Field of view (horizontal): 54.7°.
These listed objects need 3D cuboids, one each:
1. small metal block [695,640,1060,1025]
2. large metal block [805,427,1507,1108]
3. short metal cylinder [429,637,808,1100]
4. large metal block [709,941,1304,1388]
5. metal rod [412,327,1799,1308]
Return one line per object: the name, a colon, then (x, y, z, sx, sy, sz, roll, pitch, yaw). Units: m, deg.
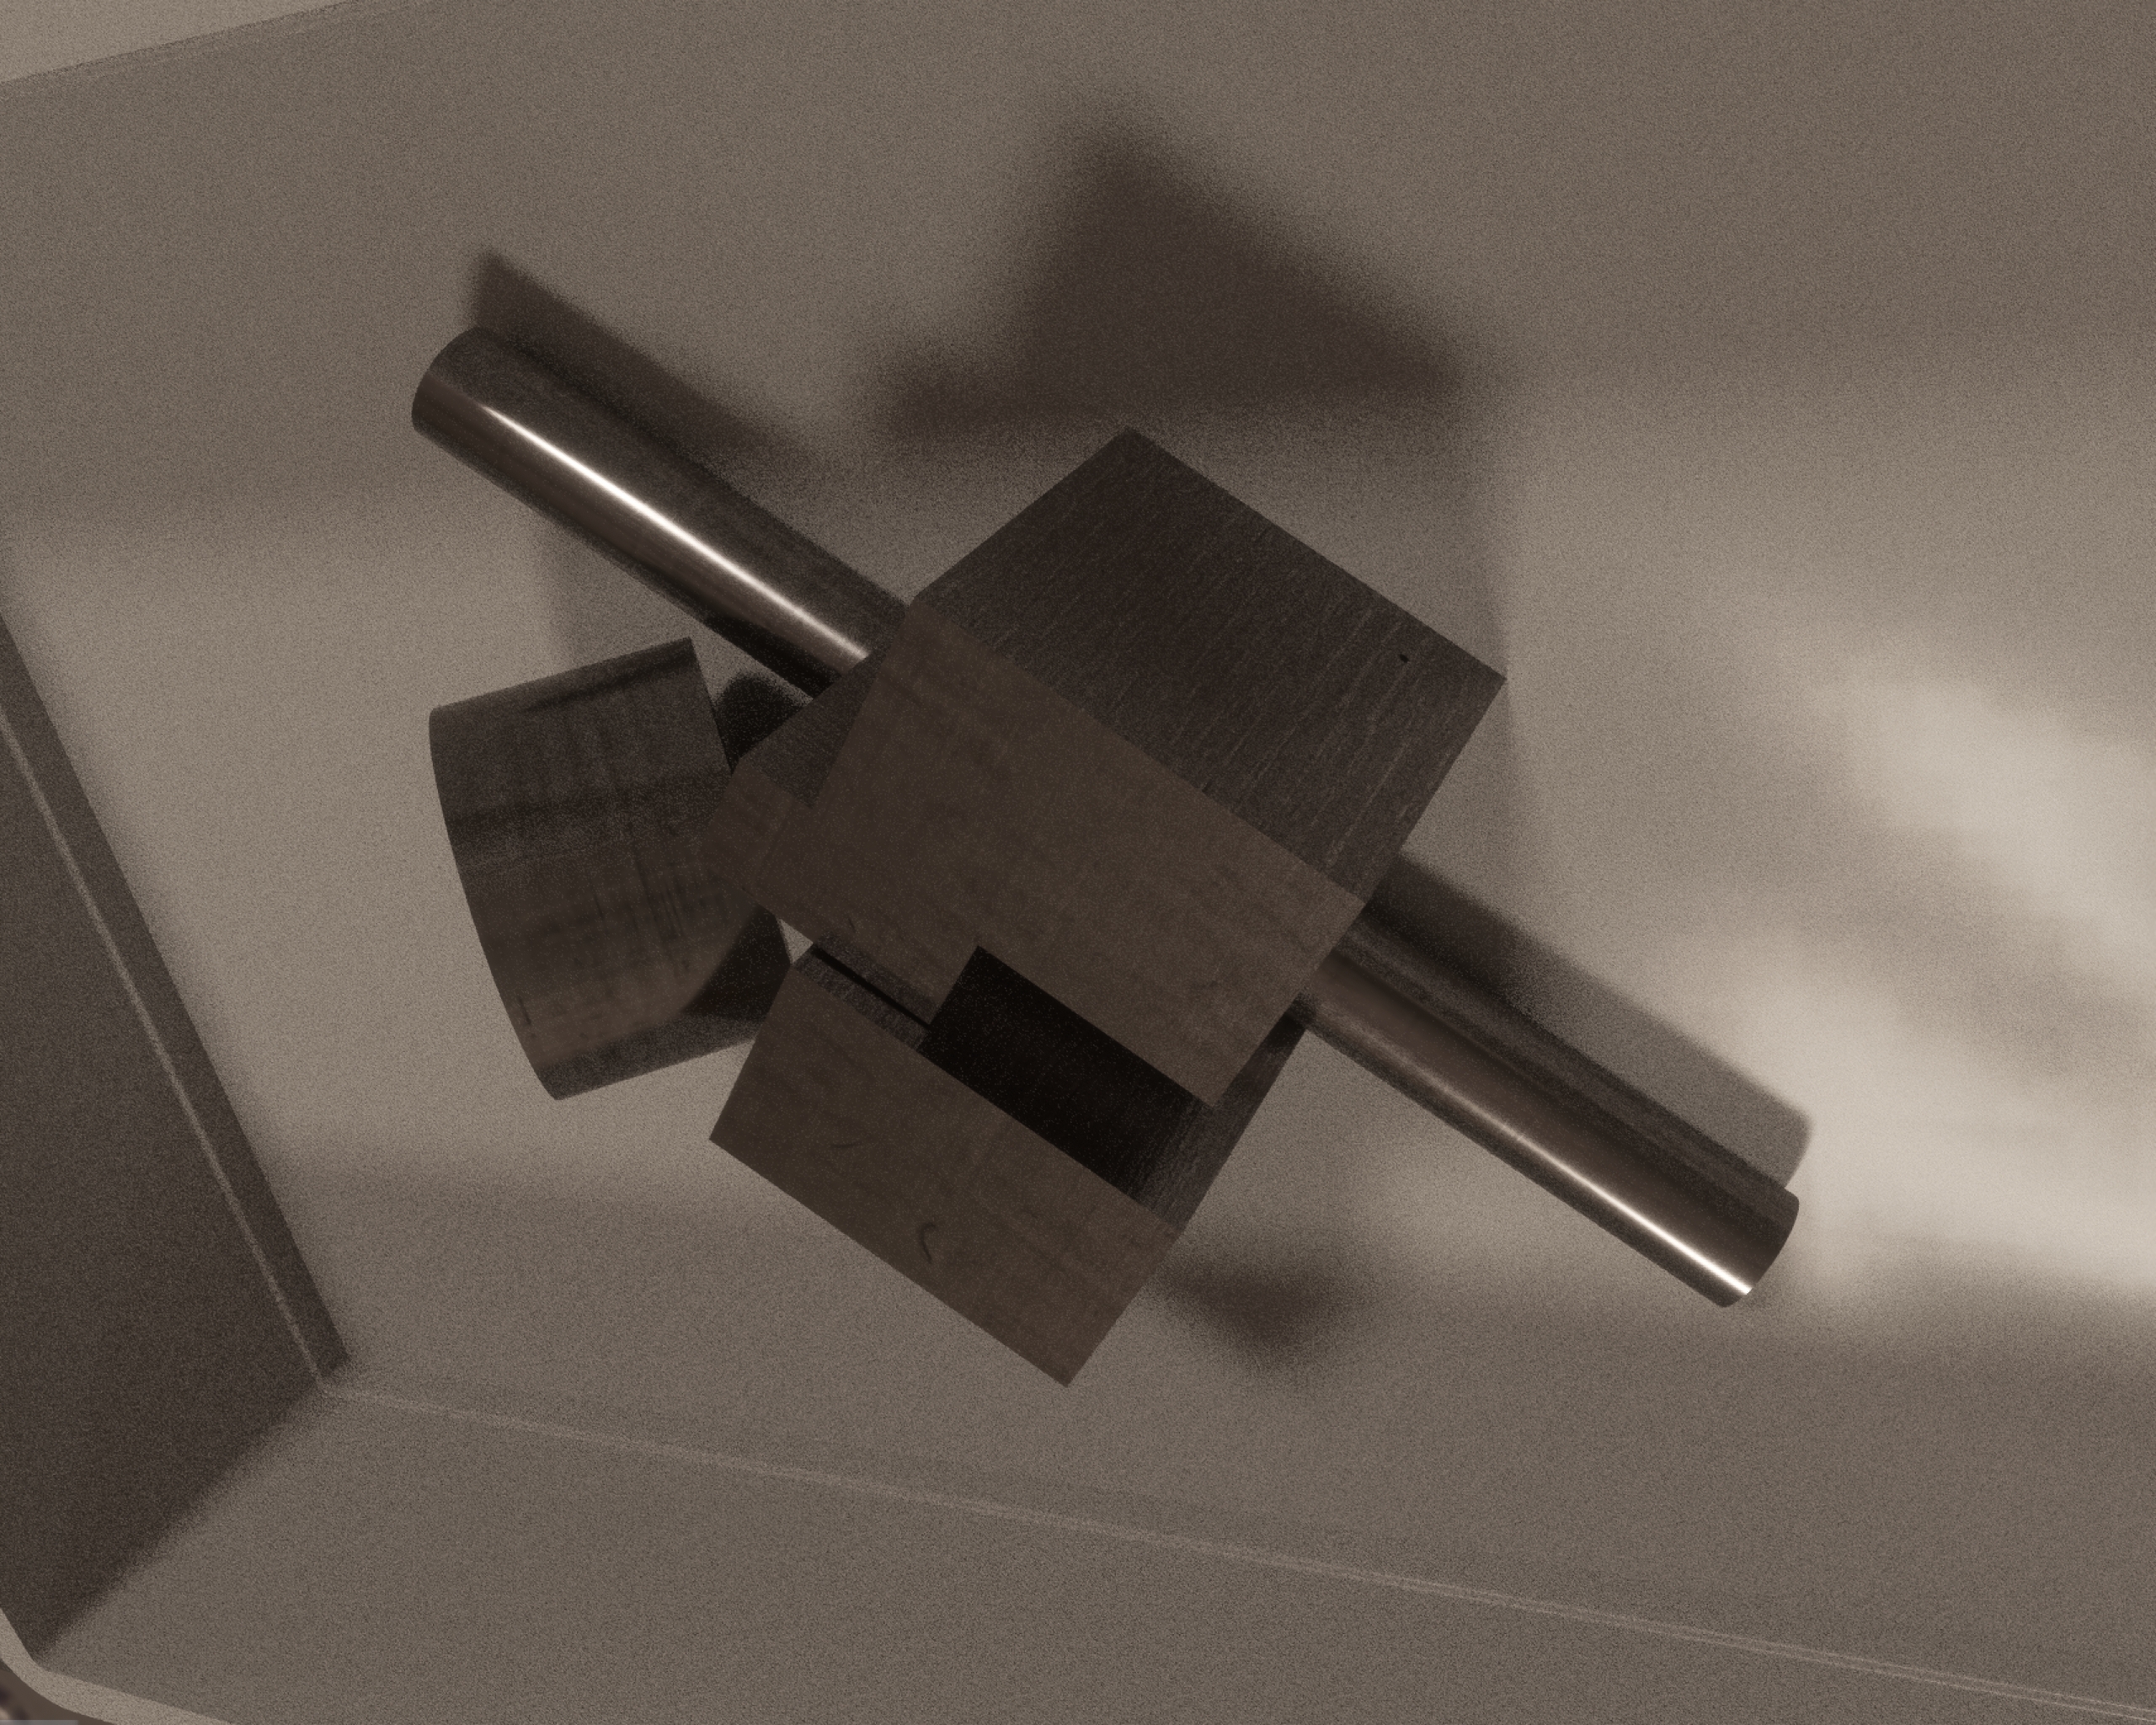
small metal block: (-0.030, -0.007, 0.372, 0.050, 0.050, 0.025, 35, 129, 4)
large metal block: (0.015, -0.019, 0.352, 0.080, 0.080, 0.050, 35, 129, 5)
short metal cylinder: (-0.089, 0.001, 0.409, 0.050, 0.080, 0.079, -17, 116, -8)
large metal block: (-0.009, 0.038, 0.399, 0.080, 0.080, 0.050, 34, 129, 5)
metal rod: (0.001, -0.012, 0.399, 0.301, 0.025, 0.025, 34, 129, 5)
